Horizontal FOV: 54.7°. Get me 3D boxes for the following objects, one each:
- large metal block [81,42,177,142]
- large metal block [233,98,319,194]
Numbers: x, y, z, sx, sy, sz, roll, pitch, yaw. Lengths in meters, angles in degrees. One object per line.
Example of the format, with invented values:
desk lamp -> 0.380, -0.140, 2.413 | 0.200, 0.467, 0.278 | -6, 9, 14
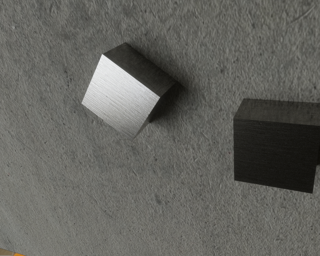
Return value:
large metal block -> -0.039, -0.044, 0.384 | 0.080, 0.050, 0.080 | 37, 129, 3
large metal block -> 0.126, 0.017, 0.335 | 0.080, 0.050, 0.079 | 6, 121, 25
